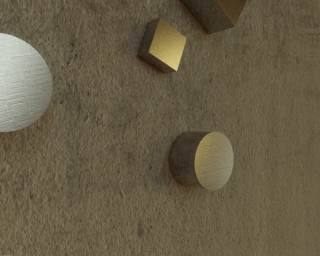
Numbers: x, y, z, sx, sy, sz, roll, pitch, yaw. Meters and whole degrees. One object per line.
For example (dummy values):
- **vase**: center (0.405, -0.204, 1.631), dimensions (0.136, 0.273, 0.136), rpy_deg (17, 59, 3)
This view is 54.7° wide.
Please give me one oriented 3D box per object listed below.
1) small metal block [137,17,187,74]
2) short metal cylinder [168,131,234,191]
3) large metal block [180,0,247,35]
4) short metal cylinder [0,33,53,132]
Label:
- **small metal block**: center (0.003, -0.107, 0.407), dimensions (0.050, 0.025, 0.050), rpy_deg (27, 73, -37)
- **short metal cylinder**: center (0.059, 0.045, 0.438), dimensions (0.081, 0.050, 0.080), rpy_deg (0, 90, -40)
- **large metal block**: center (0.082, -0.201, 0.456), dimensions (0.080, 0.050, 0.080), rpy_deg (39, 66, -33)
- **short metal cylinder**: center (-0.143, -0.037, 0.269), dimensions (0.081, 0.050, 0.080), rpy_deg (0, 90, -40)
